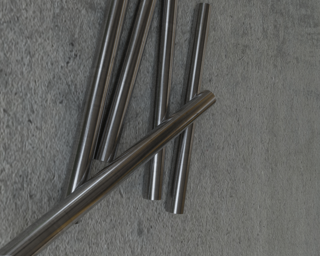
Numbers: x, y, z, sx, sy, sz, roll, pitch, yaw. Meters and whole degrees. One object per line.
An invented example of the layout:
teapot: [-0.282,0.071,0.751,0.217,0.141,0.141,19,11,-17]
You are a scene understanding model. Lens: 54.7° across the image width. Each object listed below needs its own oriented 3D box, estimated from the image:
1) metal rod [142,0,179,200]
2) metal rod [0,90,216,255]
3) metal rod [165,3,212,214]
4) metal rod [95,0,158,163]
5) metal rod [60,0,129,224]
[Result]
metal rod: [0.003,-0.058,0.406,0.025,0.025,0.298,8,85,-40]
metal rod: [-0.033,0.037,0.343,0.302,0.025,0.025,-38,114,-33]
metal rod: [0.042,-0.032,0.439,0.025,0.025,0.299,15,81,-39]
metal rod: [-0.030,-0.105,0.379,0.025,0.025,0.299,23,76,-38]
metal rod: [-0.069,-0.048,0.346,0.025,0.025,0.299,18,79,-39]
